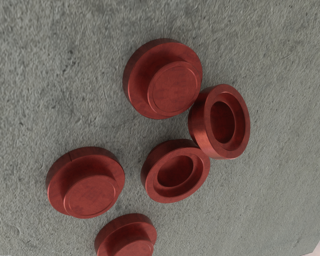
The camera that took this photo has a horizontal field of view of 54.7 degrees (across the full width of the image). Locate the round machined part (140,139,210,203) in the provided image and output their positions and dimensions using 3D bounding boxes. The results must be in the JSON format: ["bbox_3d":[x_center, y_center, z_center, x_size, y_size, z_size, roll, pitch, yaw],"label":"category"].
[{"bbox_3d":[0.018,0.056,0.439,0.099,0.042,0.097,-13,126,-19],"label":"round machined part"}]

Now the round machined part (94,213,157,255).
[{"bbox_3d":[-0.049,0.185,0.483,0.099,0.042,0.097,-14,124,-21],"label":"round machined part"}]

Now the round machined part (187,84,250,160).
[{"bbox_3d":[0.075,-0.007,0.412,0.099,0.042,0.097,7,80,-41],"label":"round machined part"}]

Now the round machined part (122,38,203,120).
[{"bbox_3d":[0.009,-0.053,0.368,0.099,0.042,0.097,-14,124,-21],"label":"round machined part"}]

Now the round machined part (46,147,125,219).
[{"bbox_3d":[-0.091,0.075,0.393,0.099,0.042,0.097,-14,124,-21],"label":"round machined part"}]
